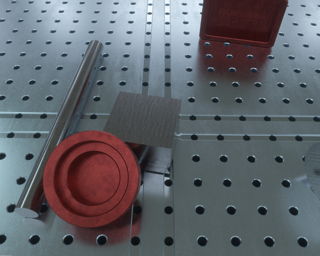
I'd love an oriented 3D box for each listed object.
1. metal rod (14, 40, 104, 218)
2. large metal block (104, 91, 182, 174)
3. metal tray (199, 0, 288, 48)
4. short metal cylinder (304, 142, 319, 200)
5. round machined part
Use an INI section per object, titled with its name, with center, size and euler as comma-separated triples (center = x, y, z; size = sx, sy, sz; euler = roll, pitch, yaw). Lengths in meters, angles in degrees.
[metal rod]
center = -0.125, -0.024, 0.425
size = 0.025, 0.025, 0.300
euler = 5, 50, 4
[large metal block]
center = -0.020, 0.004, 0.386
size = 0.080, 0.050, 0.080
euler = 8, 49, 6
[metal tray]
center = 0.137, -0.190, 0.526
size = 0.131, 0.089, 0.030
euler = 10, 51, 7
[short metal cylinder]
center = 0.206, 0.047, 0.335
size = 0.050, 0.080, 0.080
euler = -15, 52, -12
[round machined part]
center = -0.069, 0.053, 0.333
size = 0.099, 0.042, 0.097
euler = 0, 81, 2
